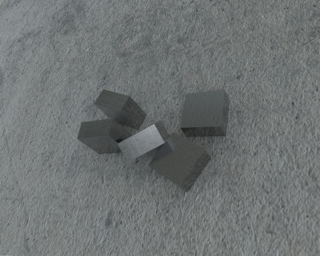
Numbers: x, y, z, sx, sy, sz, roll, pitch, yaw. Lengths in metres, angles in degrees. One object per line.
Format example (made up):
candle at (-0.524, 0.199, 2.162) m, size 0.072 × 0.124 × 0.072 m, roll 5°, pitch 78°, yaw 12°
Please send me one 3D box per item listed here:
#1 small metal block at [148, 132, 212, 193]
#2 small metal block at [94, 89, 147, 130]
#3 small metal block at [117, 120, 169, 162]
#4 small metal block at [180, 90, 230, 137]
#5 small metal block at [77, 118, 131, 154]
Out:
small metal block at (0.024, 0.040, 0.367) m, size 0.050 × 0.025 × 0.050 m, roll 29°, pitch 77°, yaw 37°
small metal block at (-0.054, -0.026, 0.432) m, size 0.050 × 0.050 × 0.025 m, roll 17°, pitch 71°, yaw 35°
small metal block at (-0.019, 0.015, 0.386) m, size 0.050 × 0.050 × 0.025 m, roll -28°, pitch 92°, yaw 10°
small metal block at (0.057, -0.017, 0.385) m, size 0.050 × 0.025 × 0.050 m, roll -3°, pitch 60°, yaw 27°
small metal block at (-0.074, 0.013, 0.419) m, size 0.050 × 0.050 × 0.025 m, roll -6°, pitch 59°, yaw 25°
